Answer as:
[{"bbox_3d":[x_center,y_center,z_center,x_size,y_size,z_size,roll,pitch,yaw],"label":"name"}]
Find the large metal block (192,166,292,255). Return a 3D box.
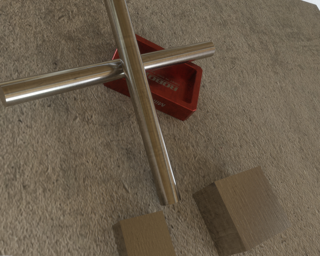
[{"bbox_3d":[0.100,0.101,0.382,0.081,0.050,0.080,-11,68,-33],"label":"large metal block"}]

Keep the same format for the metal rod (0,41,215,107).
[{"bbox_3d":[-0.040,-0.077,0.391,0.302,0.025,0.025,-21,73,-35],"label":"metal rod"}]

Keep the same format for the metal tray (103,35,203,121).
[{"bbox_3d":[-0.006,-0.075,0.444,0.131,0.030,0.090,24,53,-14],"label":"metal tray"}]

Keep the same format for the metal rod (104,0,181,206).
[{"bbox_3d":[-0.027,-0.057,0.364,0.025,0.025,0.298,-15,89,-34],"label":"metal rod"}]

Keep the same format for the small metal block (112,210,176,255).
[{"bbox_3d":[-0.017,0.119,0.323,0.050,0.025,0.050,-5,64,-31],"label":"small metal block"}]
